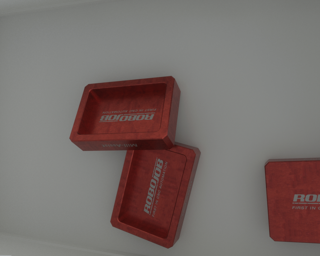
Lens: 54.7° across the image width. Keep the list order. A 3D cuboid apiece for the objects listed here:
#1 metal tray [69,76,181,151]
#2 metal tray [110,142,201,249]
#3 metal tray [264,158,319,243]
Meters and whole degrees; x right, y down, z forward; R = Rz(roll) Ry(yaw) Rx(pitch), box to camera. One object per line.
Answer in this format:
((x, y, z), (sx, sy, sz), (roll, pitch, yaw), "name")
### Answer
((-0.044, -0.018, 0.400), (0.130, 0.030, 0.090), (-2, 60, 19), "metal tray")
((-0.007, 0.079, 0.409), (0.090, 0.030, 0.129), (15, 95, 19), "metal tray")
((0.187, 0.079, 0.342), (0.130, 0.030, 0.089), (-4, 89, 19), "metal tray")
